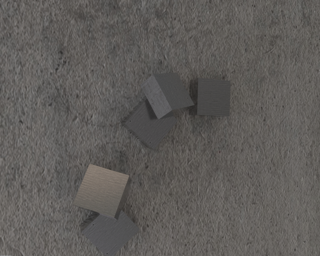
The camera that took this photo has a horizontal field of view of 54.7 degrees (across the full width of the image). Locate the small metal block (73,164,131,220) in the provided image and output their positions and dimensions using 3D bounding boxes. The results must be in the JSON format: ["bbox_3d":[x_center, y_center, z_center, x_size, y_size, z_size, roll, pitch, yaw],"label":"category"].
[{"bbox_3d":[-0.067,0.076,0.368,0.050,0.025,0.050,15,68,8],"label":"small metal block"}]

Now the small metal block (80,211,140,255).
[{"bbox_3d":[-0.063,0.124,0.386,0.050,0.025,0.050,-43,104,-15],"label":"small metal block"}]

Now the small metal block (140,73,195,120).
[{"bbox_3d":[0.010,-0.042,0.393,0.050,0.025,0.050,-16,75,-51],"label":"small metal block"}]

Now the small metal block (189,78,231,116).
[{"bbox_3d":[0.070,-0.042,0.435,0.050,0.025,0.050,2,89,-20],"label":"small metal block"}]

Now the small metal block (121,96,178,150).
[{"bbox_3d":[-0.014,-0.008,0.404,0.050,0.025,0.050,44,76,-15],"label":"small metal block"}]
